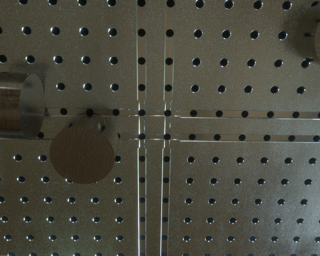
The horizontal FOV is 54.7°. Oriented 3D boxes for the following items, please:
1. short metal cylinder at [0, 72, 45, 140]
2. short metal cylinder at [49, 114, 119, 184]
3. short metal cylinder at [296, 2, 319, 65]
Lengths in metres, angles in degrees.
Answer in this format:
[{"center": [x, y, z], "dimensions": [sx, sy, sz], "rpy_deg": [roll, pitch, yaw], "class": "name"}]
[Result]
[{"center": [-0.178, -0.027, 0.372], "dimensions": [0.050, 0.080, 0.079], "rpy_deg": [3, 110, -2], "class": "short metal cylinder"}, {"center": [-0.097, 0.026, 0.408], "dimensions": [0.081, 0.050, 0.079], "rpy_deg": [0, 110, -1], "class": "short metal cylinder"}, {"center": [0.210, -0.110, 0.363], "dimensions": [0.081, 0.050, 0.079], "rpy_deg": [0, 110, -1], "class": "short metal cylinder"}]
